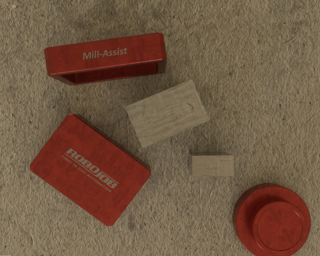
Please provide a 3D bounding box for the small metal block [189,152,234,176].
[{"bbox_3d":[0.064,0.045,0.398,0.050,0.050,0.025,-1,90,-1],"label":"small metal block"}]

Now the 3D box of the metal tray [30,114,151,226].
[{"bbox_3d":[-0.088,0.053,0.406,0.130,0.030,0.090,37,90,-1],"label":"metal tray"}]

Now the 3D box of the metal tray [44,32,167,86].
[{"bbox_3d":[-0.059,-0.080,0.376,0.131,0.090,0.030,-8,90,-1],"label":"metal tray"}]

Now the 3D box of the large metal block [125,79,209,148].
[{"bbox_3d":[0.008,-0.016,0.383,0.080,0.080,0.050,-23,90,0],"label":"large metal block"}]

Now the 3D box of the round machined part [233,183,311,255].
[{"bbox_3d":[0.149,0.124,0.404,0.099,0.042,0.097,0,90,-1],"label":"round machined part"}]
